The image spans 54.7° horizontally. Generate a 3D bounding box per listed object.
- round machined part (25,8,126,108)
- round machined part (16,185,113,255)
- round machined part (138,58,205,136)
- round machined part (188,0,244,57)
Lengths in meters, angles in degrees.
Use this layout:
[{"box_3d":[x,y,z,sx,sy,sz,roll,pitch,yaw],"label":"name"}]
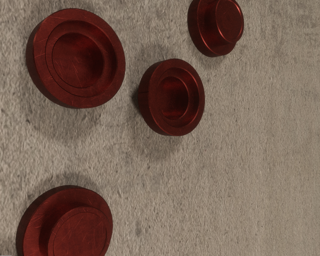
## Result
[{"box_3d":[-0.088,-0.068,0.321,0.099,0.042,0.097,0,90,-40],"label":"round machined part"},{"box_3d":[-0.090,0.111,0.320,0.099,0.042,0.097,0,90,-40],"label":"round machined part"},{"box_3d":[0.010,-0.038,0.404,0.099,0.042,0.097,0,90,-40],"label":"round machined part"},{"box_3d":[0.091,-0.160,0.472,0.099,0.042,0.097,0,90,-40],"label":"round machined part"}]
